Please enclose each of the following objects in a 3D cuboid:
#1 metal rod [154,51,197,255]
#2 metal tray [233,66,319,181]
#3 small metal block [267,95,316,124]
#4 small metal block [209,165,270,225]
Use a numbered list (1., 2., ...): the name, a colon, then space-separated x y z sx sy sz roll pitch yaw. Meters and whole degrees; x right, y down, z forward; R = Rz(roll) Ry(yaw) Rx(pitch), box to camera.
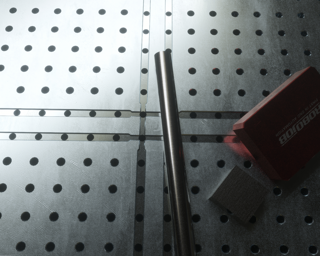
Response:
1. metal rod: 0.018 0.035 0.399 0.025 0.025 0.299 -5 70 -2
2. metal tray: 0.171 -0.006 0.399 0.130 0.030 0.090 -38 93 -13
3. small metal block: 0.173 -0.020 0.421 0.050 0.025 0.050 -11 71 -5
4. small metal block: 0.097 0.083 0.383 0.050 0.025 0.050 38 74 12
